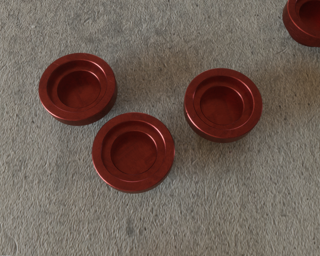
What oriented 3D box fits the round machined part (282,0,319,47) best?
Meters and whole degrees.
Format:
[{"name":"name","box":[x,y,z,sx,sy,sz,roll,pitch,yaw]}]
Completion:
[{"name":"round machined part","box":[0.230,-0.160,0.459,0.099,0.042,0.098,0,70,0]}]

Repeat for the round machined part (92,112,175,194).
[{"name":"round machined part","box":[-0.031,0.033,0.387,0.099,0.042,0.098,0,70,0]}]

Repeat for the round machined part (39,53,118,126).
[{"name":"round machined part","box":[-0.106,-0.048,0.416,0.099,0.042,0.098,0,70,0]}]

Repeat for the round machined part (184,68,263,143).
[{"name":"round machined part","box":[0.080,-0.026,0.409,0.099,0.042,0.098,0,70,0]}]
